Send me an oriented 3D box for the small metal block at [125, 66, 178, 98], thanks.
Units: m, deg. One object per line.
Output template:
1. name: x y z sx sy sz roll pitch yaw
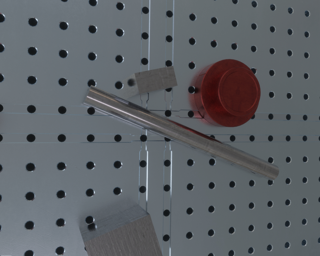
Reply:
1. small metal block: -0.013 -0.058 0.395 0.050 0.050 0.025 -15 95 -20

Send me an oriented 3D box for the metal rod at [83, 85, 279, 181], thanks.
1. metal rod: 0.042 0.014 0.428 0.302 0.025 0.025 23 83 -19

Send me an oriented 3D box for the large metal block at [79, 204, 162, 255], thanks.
1. large metal block: -0.045 0.152 0.383 0.081 0.050 0.080 -19 97 -19

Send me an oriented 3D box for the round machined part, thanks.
1. round machined part: 0.103 -0.050 0.442 0.099 0.042 0.097 0 90 -20
